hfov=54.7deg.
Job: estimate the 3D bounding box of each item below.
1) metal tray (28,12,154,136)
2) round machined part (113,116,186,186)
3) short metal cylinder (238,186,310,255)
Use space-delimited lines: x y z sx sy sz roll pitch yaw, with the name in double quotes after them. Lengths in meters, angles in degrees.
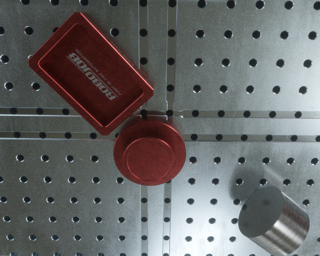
-0.082 -0.065 0.385 0.090 0.030 0.130 -41 106 13 "metal tray"
-0.014 0.036 0.417 0.099 0.042 0.097 0 110 0 "round machined part"
0.157 0.129 0.433 0.050 0.080 0.080 38 106 -13 "short metal cylinder"
